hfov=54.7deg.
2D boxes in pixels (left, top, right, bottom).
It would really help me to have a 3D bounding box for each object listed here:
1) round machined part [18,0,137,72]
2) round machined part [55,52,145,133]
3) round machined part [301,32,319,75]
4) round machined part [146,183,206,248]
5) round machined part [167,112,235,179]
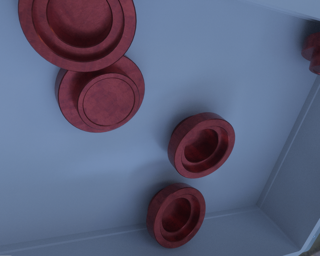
[{"bbox_3d":[-0.072,-0.104,0.283,0.099,0.042,0.097,-5,126,-7],"label":"round machined part"},{"bbox_3d":[-0.062,-0.036,0.342,0.099,0.042,0.097,-14,125,-21],"label":"round machined part"},{"bbox_3d":[0.251,-0.099,0.435,0.099,0.098,0.042,13,90,-34],"label":"round machined part"},{"bbox_3d":[0.020,0.131,0.480,0.099,0.042,0.097,-10,107,-33],"label":"round machined part"},{"bbox_3d":[0.054,0.021,0.442,0.099,0.042,0.097,-14,125,-21],"label":"round machined part"}]
